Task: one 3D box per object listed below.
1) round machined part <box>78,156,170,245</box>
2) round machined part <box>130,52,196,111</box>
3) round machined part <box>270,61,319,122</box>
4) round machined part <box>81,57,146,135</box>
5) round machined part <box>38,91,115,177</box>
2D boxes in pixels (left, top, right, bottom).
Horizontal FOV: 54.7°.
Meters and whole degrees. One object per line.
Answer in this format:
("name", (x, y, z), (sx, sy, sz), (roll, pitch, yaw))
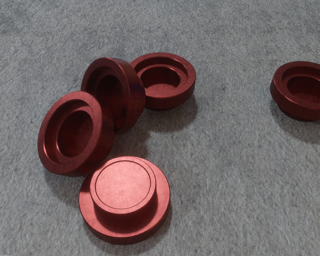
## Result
("round machined part", (-0.038, 0.070, 0.333), (0.099, 0.042, 0.098), (0, 50, 0))
("round machined part", (0.001, -0.062, 0.444), (0.099, 0.042, 0.098), (1, 50, -1))
("round machined part", (0.204, -0.047, 0.434), (0.099, 0.042, 0.098), (0, 50, 0))
("round machined part", (-0.057, -0.040, 0.399), (0.042, 0.097, 0.098), (-6, 42, -48))
("round machined part", (-0.093, 0.009, 0.363), (0.098, 0.042, 0.098), (-11, 68, 28))
